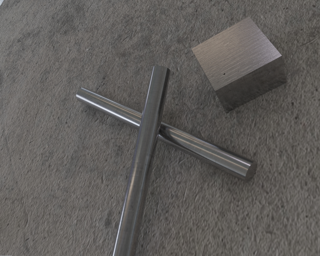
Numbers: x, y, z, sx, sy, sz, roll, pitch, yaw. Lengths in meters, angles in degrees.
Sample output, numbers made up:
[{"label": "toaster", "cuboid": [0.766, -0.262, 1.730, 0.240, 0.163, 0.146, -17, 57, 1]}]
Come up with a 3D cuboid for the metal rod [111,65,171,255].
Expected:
[{"label": "metal rod", "cuboid": [-0.025, 0.064, 0.355, 0.025, 0.025, 0.299, 1, 68, 28]}]

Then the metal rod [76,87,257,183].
[{"label": "metal rod", "cuboid": [-0.015, -0.004, 0.413, 0.300, 0.025, 0.025, 24, 75, 36]}]

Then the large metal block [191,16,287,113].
[{"label": "large metal block", "cuboid": [0.097, -0.078, 0.385, 0.080, 0.050, 0.080, -28, 52, 10]}]
